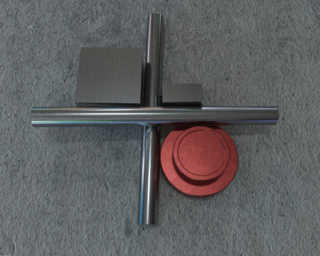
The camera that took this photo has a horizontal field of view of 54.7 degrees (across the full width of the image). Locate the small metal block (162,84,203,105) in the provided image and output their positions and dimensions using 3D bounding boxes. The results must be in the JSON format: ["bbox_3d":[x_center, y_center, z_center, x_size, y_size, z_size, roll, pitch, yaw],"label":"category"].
[{"bbox_3d":[0.028,-0.036,0.410,0.050,0.050,0.025,-1,70,-1],"label":"small metal block"}]

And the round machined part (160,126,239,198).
[{"bbox_3d":[0.049,0.036,0.387,0.099,0.042,0.098,0,70,-1],"label":"round machined part"}]

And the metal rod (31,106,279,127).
[{"bbox_3d":[-0.002,-0.015,0.388,0.302,0.025,0.025,-1,70,-5],"label":"metal rod"}]

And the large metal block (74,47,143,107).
[{"bbox_3d":[-0.064,-0.060,0.416,0.081,0.050,0.080,1,70,0],"label":"large metal block"}]

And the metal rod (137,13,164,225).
[{"bbox_3d":[-0.011,-0.025,0.418,0.025,0.025,0.299,2,70,0],"label":"metal rod"}]
